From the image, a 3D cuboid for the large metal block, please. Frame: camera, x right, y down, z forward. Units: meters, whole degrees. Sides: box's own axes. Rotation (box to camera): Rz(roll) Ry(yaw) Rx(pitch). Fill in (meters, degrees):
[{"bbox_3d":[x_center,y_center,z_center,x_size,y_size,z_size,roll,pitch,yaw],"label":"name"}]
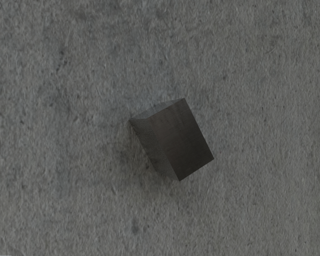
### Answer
[{"bbox_3d":[0.011,0.013,0.384,0.050,0.080,0.080,-30,100,-17],"label":"large metal block"}]
